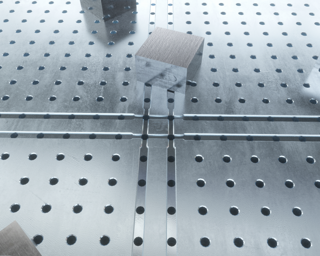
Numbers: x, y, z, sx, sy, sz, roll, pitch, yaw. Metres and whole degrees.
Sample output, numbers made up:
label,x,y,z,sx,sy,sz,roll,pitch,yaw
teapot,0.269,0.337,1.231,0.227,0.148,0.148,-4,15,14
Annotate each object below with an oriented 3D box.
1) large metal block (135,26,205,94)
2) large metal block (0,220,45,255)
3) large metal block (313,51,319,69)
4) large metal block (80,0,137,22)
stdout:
label,x,y,z,sx,sy,sz,roll,pitch,yaw
large metal block,0.016,-0.107,0.481,0.080,0.050,0.080,18,52,14
large metal block,-0.130,0.137,0.257,0.050,0.080,0.080,37,59,27
large metal block,0.307,-0.127,0.500,0.080,0.050,0.080,24,54,18
large metal block,-0.104,-0.262,0.612,0.080,0.050,0.080,-35,58,-26
